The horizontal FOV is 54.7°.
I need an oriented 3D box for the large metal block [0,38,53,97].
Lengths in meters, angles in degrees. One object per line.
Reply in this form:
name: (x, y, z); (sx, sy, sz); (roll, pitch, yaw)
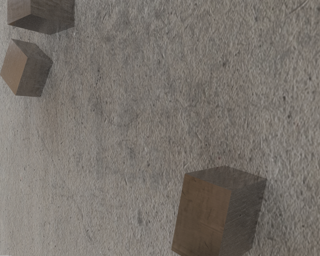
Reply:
large metal block: (-0.263, -0.117, 0.606); (0.080, 0.050, 0.080); (43, 116, 31)

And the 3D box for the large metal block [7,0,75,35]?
large metal block: (-0.208, -0.204, 0.541); (0.080, 0.081, 0.050); (1, 91, 40)

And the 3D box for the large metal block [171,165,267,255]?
large metal block: (0.062, 0.088, 0.318); (0.050, 0.081, 0.079); (16, 100, 39)
